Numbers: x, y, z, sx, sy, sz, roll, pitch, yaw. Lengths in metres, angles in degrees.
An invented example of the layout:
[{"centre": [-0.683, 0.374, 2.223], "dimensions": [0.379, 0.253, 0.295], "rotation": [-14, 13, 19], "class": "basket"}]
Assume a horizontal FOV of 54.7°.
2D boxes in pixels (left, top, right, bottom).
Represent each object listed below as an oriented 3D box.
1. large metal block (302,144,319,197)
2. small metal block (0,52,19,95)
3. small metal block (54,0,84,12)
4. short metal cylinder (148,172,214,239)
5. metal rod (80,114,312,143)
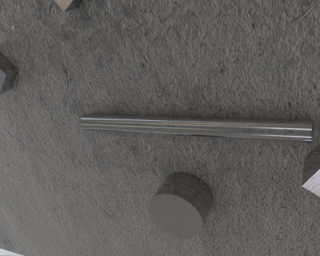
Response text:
[{"centre": [0.204, 0.040, 0.308], "dimensions": [0.080, 0.050, 0.079], "rotation": [32, 129, 7], "class": "large metal block"}, {"centre": [-0.256, -0.089, 0.487], "dimensions": [0.050, 0.025, 0.050], "rotation": [43, 129, -2], "class": "small metal block"}, {"centre": [-0.107, -0.172, 0.357], "dimensions": [0.050, 0.025, 0.050], "rotation": [-31, 102, 38], "class": "small metal block"}, {"centre": [0.030, 0.110, 0.443], "dimensions": [0.080, 0.050, 0.079], "rotation": [13, 124, 21], "class": "short metal cylinder"}, {"centre": [0.025, -0.003, 0.391], "dimensions": [0.300, 0.025, 0.025], "rotation": [2, 120, 27], "class": "metal rod"}]
